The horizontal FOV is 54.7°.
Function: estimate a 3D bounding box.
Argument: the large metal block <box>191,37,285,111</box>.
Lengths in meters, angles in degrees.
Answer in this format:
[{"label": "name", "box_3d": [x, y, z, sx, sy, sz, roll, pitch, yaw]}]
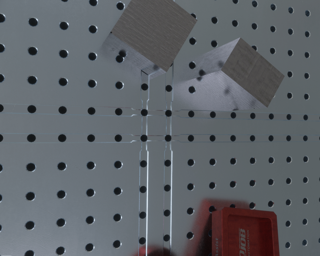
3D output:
[{"label": "large metal block", "box_3d": [0.103, -0.068, 0.421, 0.080, 0.080, 0.050, 35, 79, -17]}]

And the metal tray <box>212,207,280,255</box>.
[{"label": "metal tray", "box_3d": [0.119, 0.180, 0.430, 0.091, 0.030, 0.130, 10, 68, -16]}]

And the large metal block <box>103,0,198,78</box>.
[{"label": "large metal block", "box_3d": [-0.013, -0.122, 0.394, 0.080, 0.050, 0.080, 33, 79, -17]}]
